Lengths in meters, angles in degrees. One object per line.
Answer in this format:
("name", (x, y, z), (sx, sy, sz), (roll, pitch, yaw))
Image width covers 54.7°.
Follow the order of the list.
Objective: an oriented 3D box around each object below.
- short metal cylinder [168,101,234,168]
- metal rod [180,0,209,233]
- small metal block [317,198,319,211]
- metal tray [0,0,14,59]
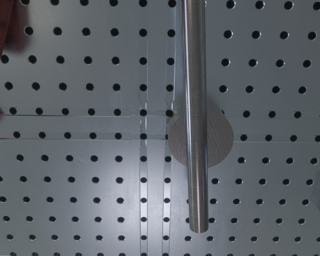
("short metal cylinder", (0.050, 0.006, 0.403), (0.081, 0.050, 0.079), (0, 110, 0))
("metal rod", (0.041, -0.009, 0.357), (0.025, 0.025, 0.298), (-4, 110, 1))
("small metal block", (0.267, 0.105, 0.455), (0.050, 0.025, 0.050), (4, 110, -2))
("metal tray", (-0.240, -0.133, 0.343), (0.131, 0.030, 0.089), (11, 89, -5))
